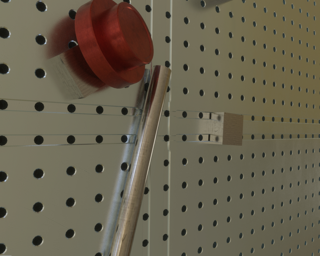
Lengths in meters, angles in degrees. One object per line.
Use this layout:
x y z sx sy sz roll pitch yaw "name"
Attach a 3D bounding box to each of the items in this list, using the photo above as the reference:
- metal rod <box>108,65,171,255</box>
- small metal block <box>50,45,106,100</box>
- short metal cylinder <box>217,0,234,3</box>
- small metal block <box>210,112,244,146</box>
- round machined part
-0.029 0.066 0.384 0.025 0.025 0.299 21 77 -38 "metal rod"
-0.082 -0.066 0.340 0.050 0.025 0.050 -41 115 -32 "small metal block"
0.116 -0.246 0.489 0.081 0.050 0.080 0 90 -40 "short metal cylinder"
0.108 0.002 0.499 0.050 0.025 0.050 6 86 -40 "small metal block"
-0.042 -0.096 0.337 0.098 0.042 0.098 41 40 -48 "round machined part"
